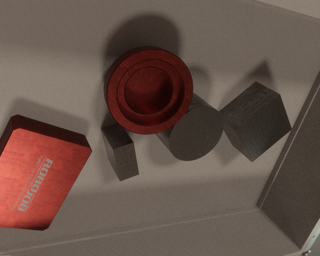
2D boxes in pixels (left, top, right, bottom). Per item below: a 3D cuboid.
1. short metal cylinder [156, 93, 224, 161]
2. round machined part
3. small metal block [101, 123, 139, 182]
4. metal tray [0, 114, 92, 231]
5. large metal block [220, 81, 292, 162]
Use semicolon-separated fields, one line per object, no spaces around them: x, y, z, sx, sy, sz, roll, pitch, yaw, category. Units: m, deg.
0.037;-0.003;0.413;0.081;0.050;0.079;-14;125;-21;short metal cylinder
-0.015;-0.045;0.356;0.099;0.042;0.097;-7;115;-16;round machined part
-0.050;0.029;0.384;0.025;0.050;0.050;-19;126;-18;small metal block
-0.150;0.057;0.360;0.091;0.030;0.129;22;107;-37;metal tray
0.142;-0.009;0.467;0.080;0.050;0.080;-39;130;-2;large metal block
